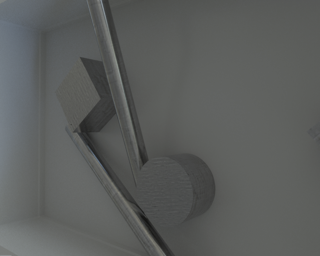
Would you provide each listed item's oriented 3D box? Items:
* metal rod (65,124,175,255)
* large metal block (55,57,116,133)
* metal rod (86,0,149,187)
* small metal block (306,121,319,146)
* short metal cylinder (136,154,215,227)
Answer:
[{"bbox_3d":[-0.065,0.084,0.438,0.300,0.025,0.025,45,117,37],"label":"metal rod"},{"bbox_3d":[-0.108,-0.049,0.477,0.080,0.050,0.080,-43,64,31],"label":"large metal block"},{"bbox_3d":[-0.045,-0.033,0.385,0.025,0.025,0.298,-3,106,39],"label":"metal rod"},{"bbox_3d":[0.158,0.014,0.260,0.025,0.050,0.050,-48,62,29],"label":"small metal block"},{"bbox_3d":[0.019,0.072,0.372,0.080,0.050,0.079,0,90,37],"label":"short metal cylinder"}]
